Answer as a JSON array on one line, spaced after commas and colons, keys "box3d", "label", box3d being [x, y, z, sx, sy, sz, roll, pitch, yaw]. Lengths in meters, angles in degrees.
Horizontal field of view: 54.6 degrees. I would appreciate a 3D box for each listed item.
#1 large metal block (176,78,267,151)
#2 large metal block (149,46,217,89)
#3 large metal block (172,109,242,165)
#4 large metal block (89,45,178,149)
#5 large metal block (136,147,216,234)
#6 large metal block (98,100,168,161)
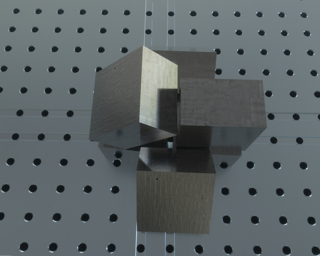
[{"box3d": [0.060, -0.011, 0.334, 0.080, 0.080, 0.050, 2, 70, 0], "label": "large metal block"}, {"box3d": [0.026, -0.078, 0.403, 0.080, 0.080, 0.050, 2, 108, 1], "label": "large metal block"}, {"box3d": [0.057, 0.001, 0.398, 0.080, 0.050, 0.080, 3, 70, 1], "label": "large metal block"}, {"box3d": [-0.028, -0.028, 0.331, 0.080, 0.050, 0.080, -17, 63, 42], "label": "large metal block"}, {"box3d": [0.016, 0.070, 0.351, 0.080, 0.050, 0.079, 2, 115, 1], "label": "large metal block"}, {"box3d": [-0.028, -0.002, 0.400, 0.080, 0.050, 0.080, 7, 70, 2], "label": "large metal block"}]
